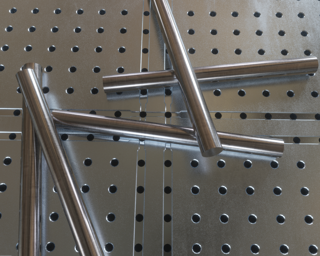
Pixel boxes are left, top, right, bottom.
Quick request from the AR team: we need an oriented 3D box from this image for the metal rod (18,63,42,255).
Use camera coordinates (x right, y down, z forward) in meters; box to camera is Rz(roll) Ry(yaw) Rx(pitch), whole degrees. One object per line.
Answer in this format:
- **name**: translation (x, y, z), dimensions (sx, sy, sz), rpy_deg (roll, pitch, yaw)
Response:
- **metal rod**: translation (-0.162, 0.053, 0.390), dimensions (0.025, 0.025, 0.299), rpy_deg (-7, 70, -3)

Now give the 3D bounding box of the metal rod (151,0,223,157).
- **metal rod**: translation (0.025, -0.099, 0.423), dimensions (0.025, 0.025, 0.299), rpy_deg (-13, 61, -5)

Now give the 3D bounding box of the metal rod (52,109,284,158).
- **metal rod**: translation (0.008, 0.007, 0.409), dimensions (0.302, 0.025, 0.025), rpy_deg (8, 70, 2)

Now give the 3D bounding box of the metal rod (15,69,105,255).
- **metal rod**: translation (-0.115, 0.062, 0.373), dimensions (0.025, 0.025, 0.299), rpy_deg (-23, 77, -8)

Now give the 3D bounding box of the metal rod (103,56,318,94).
- **metal rod**: translation (0.072, -0.076, 0.440), dimensions (0.302, 0.025, 0.025), rpy_deg (-6, 70, -3)
